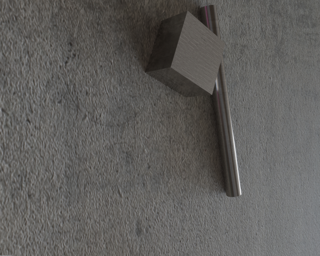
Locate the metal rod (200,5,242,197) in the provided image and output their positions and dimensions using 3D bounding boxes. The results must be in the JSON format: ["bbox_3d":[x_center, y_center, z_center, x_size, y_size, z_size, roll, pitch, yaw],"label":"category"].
[{"bbox_3d":[0.097,-0.037,0.488,0.025,0.025,0.298,-16,100,-39],"label":"metal rod"}]

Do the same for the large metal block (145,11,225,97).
[{"bbox_3d":[0.036,-0.096,0.421,0.080,0.050,0.080,26,74,-37],"label":"large metal block"}]
